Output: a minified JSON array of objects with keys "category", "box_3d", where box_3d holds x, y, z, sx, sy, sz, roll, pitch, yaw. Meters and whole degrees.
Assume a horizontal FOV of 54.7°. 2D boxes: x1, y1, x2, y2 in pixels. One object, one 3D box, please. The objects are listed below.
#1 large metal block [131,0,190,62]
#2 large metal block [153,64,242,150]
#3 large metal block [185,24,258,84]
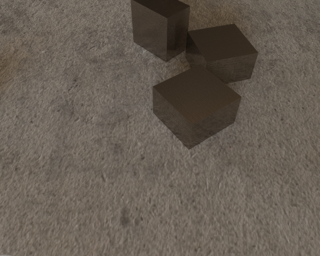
[{"category":"large metal block","box_3d":[0.000,-0.169,0.510,0.080,0.080,0.050,37,59,26]},{"category":"large metal block","box_3d":[0.046,-0.030,0.413,0.081,0.050,0.080,-29,56,-22]},{"category":"large metal block","box_3d":[0.092,-0.114,0.484,0.081,0.050,0.080,-13,51,-11]}]
